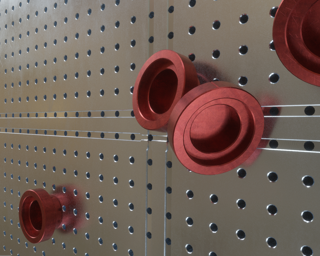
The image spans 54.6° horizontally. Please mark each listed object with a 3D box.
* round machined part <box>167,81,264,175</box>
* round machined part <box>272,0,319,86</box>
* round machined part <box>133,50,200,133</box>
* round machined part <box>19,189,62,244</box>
[{"bbox_3d":[0.055,-0.003,0.327,0.097,0.099,0.042,-67,22,18],"label":"round machined part"},{"bbox_3d":[0.149,-0.086,0.257,0.098,0.042,0.097,21,132,25],"label":"round machined part"},{"bbox_3d":[0.011,-0.042,0.380,0.098,0.042,0.098,-16,69,48],"label":"round machined part"},{"bbox_3d":[-0.222,0.162,0.584,0.098,0.042,0.097,0,90,40],"label":"round machined part"}]
